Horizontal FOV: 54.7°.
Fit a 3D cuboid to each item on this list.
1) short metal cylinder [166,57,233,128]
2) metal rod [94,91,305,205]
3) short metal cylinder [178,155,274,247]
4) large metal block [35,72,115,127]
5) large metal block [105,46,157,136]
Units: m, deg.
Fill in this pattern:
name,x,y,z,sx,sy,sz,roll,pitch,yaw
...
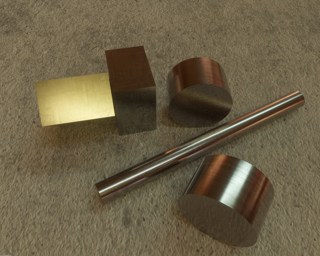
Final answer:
name,x,y,z,sx,sy,sz,roll,pitch,yaw
short metal cylinder,0.050,-0.045,0.406,0.081,0.080,0.050,-2,50,-2
metal rod,0.064,0.016,0.390,0.302,0.025,0.025,-24,54,-19
short metal cylinder,0.065,0.072,0.307,0.080,0.080,0.050,24,54,19
large metal block,-0.100,-0.033,0.386,0.081,0.080,0.050,-9,92,-7
large metal block,-0.038,-0.049,0.408,0.050,0.080,0.080,-10,51,-8
